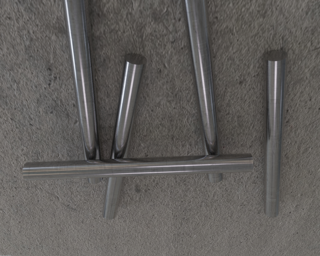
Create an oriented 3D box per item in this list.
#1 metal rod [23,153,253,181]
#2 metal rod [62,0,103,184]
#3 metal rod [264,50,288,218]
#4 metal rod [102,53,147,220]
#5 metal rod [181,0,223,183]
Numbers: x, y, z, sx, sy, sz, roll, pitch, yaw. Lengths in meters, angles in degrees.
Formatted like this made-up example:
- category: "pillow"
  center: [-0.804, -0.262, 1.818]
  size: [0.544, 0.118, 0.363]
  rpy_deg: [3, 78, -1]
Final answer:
- category: "metal rod"
  center: [-0.030, 0.053, 0.416]
  size: [0.302, 0.025, 0.025]
  rpy_deg: [-2, 130, 2]
- category: "metal rod"
  center: [-0.089, -0.038, 0.373]
  size: [0.025, 0.025, 0.298]
  rpy_deg: [3, 130, -3]
- category: "metal rod"
  center: [0.159, 0.031, 0.434]
  size: [0.025, 0.025, 0.299]
  rpy_deg: [-10, 130, 8]
- category: "metal rod"
  center: [-0.057, 0.035, 0.436]
  size: [0.025, 0.025, 0.298]
  rpy_deg: [9, 130, -8]
- category: "metal rod"
  center: [0.055, -0.038, 0.375]
  size: [0.025, 0.025, 0.298]
  rpy_deg: [-9, 130, 7]
